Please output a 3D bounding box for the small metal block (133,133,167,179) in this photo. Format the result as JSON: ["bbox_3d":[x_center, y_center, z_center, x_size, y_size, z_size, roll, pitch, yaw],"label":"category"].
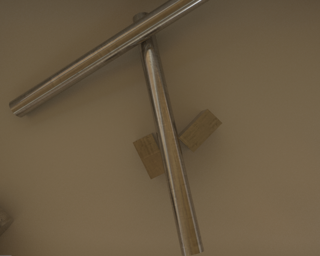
[{"bbox_3d":[-0.011,0.034,0.399,0.025,0.050,0.050,-26,90,0],"label":"small metal block"}]

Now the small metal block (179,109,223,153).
[{"bbox_3d":[0.049,0.003,0.400,0.025,0.050,0.050,44,90,-1],"label":"small metal block"}]

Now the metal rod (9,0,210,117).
[{"bbox_3d":[-0.061,-0.098,0.386,0.300,0.025,0.025,-30,91,9],"label":"metal rod"}]

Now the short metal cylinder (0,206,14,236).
[{"bbox_3d":[-0.231,0.127,0.381,0.050,0.080,0.080,43,90,-1],"label":"short metal cylinder"}]

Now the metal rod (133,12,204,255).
[{"bbox_3d":[0.006,-0.005,0.376,0.025,0.025,0.299,-12,76,0],"label":"metal rod"}]
